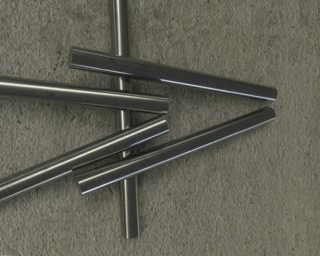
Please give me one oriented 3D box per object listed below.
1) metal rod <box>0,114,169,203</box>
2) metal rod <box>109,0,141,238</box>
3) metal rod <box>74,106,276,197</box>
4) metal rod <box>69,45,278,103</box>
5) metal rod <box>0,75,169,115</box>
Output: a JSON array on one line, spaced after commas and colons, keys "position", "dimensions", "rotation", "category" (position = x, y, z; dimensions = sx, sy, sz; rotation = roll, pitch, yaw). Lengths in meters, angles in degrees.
[{"position": [-0.130, 0.051, 0.348], "dimensions": [0.302, 0.025, 0.025], "rotation": [-22, 98, -14], "category": "metal rod"}, {"position": [-0.045, -0.012, 0.394], "dimensions": [0.025, 0.025, 0.298], "rotation": [-3, 91, -20], "category": "metal rod"}, {"position": [0.038, 0.022, 0.409], "dimensions": [0.302, 0.025, 0.025], "rotation": [-18, 97, -26], "category": "metal rod"}, {"position": [0.036, -0.065, 0.407], "dimensions": [0.302, 0.025, 0.025], "rotation": [6, 88, -27], "category": "metal rod"}, {"position": [-0.138, -0.042, 0.344], "dimensions": [0.302, 0.025, 0.025], "rotation": [5, 88, -15], "category": "metal rod"}]
